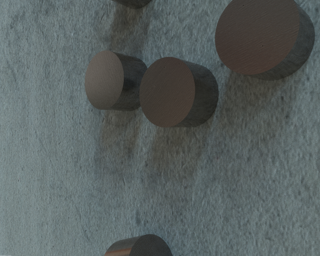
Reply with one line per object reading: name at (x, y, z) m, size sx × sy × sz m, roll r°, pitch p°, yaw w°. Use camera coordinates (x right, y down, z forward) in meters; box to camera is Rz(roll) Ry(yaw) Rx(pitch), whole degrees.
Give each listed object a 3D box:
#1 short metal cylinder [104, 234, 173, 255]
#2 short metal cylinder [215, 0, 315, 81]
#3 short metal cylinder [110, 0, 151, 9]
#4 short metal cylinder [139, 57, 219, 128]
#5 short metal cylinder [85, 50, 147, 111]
short metal cylinder at (-0.026, 0.179, 0.389) m, size 0.050 × 0.081 × 0.080 m, roll -26°, pitch 74°, yaw 37°
short metal cylinder at (0.102, -0.089, 0.304) m, size 0.080 × 0.050 × 0.079 m, roll 0°, pitch 90°, yaw 39°
short metal cylinder at (-0.045, -0.211, 0.423) m, size 0.080 × 0.050 × 0.079 m, roll 0°, pitch 90°, yaw 39°
short metal cylinder at (0.022, -0.040, 0.369) m, size 0.080 × 0.050 × 0.079 m, roll 0°, pitch 90°, yaw 39°
short metal cylinder at (-0.061, -0.064, 0.436) m, size 0.080 × 0.050 × 0.079 m, roll 0°, pitch 90°, yaw 39°
